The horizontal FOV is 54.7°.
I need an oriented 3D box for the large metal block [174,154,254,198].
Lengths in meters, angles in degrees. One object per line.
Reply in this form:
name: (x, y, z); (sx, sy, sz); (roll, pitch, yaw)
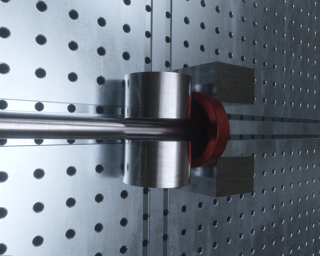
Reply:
large metal block: (0.074, 0.062, 0.437); (0.081, 0.080, 0.050); (3, 88, -40)

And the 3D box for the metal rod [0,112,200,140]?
metal rod: (-0.076, 0.000, 0.330); (0.302, 0.025, 0.025); (2, 89, -36)

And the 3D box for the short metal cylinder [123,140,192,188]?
short metal cylinder: (-0.003, 0.039, 0.370); (0.081, 0.080, 0.050); (2, 90, -40)

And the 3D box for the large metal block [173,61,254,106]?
large metal block: (0.075, -0.058, 0.437); (0.081, 0.080, 0.050); (0, 91, -40)

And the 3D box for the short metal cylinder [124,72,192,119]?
short metal cylinder: (-0.002, -0.036, 0.371); (0.081, 0.080, 0.050); (1, 90, -40)

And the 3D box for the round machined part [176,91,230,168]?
round machined part: (0.051, 0.002, 0.404); (0.042, 0.098, 0.097); (1, 90, -40)
